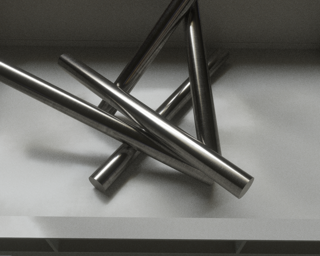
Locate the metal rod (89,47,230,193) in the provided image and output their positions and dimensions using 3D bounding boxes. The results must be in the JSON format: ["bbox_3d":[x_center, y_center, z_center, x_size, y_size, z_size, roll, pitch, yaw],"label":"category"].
[{"bbox_3d":[0.016,-0.029,0.429,0.025,0.025,0.301,29,55,21],"label":"metal rod"}]

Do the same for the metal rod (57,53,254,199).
[{"bbox_3d":[-0.026,-0.018,0.365,0.300,0.025,0.025,35,58,29],"label":"metal rod"}]

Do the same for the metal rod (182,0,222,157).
[{"bbox_3d":[0.045,-0.102,0.393,0.025,0.025,0.299,-3,69,-3],"label":"metal rod"}]

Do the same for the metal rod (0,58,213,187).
[{"bbox_3d":[-0.072,-0.010,0.364,0.301,0.025,0.025,26,53,2],"label":"metal rod"}]

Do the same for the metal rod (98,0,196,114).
[{"bbox_3d":[0.011,-0.136,0.396,0.025,0.025,0.299,43,103,29],"label":"metal rod"}]
